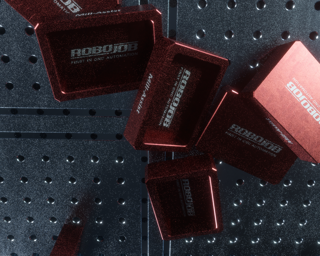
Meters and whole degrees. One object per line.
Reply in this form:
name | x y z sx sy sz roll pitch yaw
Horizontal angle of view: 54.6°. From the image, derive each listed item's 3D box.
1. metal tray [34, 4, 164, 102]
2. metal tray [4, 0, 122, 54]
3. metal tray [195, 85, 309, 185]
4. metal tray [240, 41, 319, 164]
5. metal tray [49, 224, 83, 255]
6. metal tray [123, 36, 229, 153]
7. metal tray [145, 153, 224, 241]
metal tray | -0.063 -0.085 0.354 0.131 0.030 0.089 -10 125 -9
metal tray | -0.121 -0.158 0.352 0.130 0.030 0.090 42 105 -14
metal tray | 0.123 0.011 0.416 0.131 0.030 0.090 25 108 -9
metal tray | 0.174 -0.030 0.383 0.130 0.030 0.090 42 82 -14
metal tray | -0.149 0.222 0.459 0.030 0.090 0.129 14 110 -5
metal tray | 0.019 -0.034 0.375 0.091 0.030 0.129 6 114 -36
metal tray | 0.036 0.100 0.430 0.090 0.030 0.129 -10 125 4
